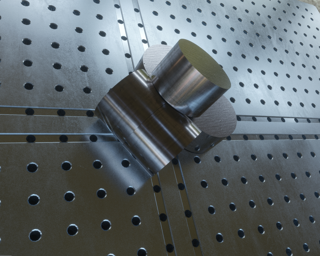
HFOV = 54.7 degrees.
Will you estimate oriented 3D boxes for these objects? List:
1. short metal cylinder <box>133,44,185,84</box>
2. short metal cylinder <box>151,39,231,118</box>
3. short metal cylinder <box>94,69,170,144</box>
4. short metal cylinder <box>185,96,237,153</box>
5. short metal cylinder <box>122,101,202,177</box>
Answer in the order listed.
[{"bbox_3d":[0.004,-0.071,0.437,0.081,0.050,0.080,14,56,-21],"label":"short metal cylinder"},{"bbox_3d":[0.037,-0.059,0.367,0.080,0.050,0.080,31,32,-22],"label":"short metal cylinder"},{"bbox_3d":[-0.031,-0.025,0.373,0.050,0.080,0.080,47,51,4],"label":"short metal cylinder"},{"bbox_3d":[0.058,-0.012,0.431,0.081,0.050,0.080,14,56,-21],"label":"short metal cylinder"},{"bbox_3d":[0.003,0.013,0.368,0.050,0.080,0.080,47,51,4],"label":"short metal cylinder"}]
